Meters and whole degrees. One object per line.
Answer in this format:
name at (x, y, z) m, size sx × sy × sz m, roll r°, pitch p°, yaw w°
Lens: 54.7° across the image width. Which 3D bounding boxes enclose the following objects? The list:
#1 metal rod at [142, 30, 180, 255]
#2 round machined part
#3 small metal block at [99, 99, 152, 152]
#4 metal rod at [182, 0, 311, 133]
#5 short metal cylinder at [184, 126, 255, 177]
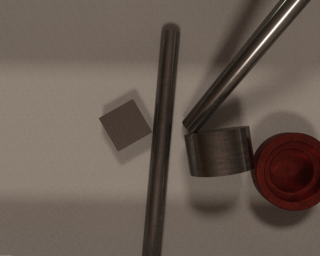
metal rod at (0.001, 0.022, 0.411) m, size 0.025 × 0.025 × 0.298 m, roll 5°, pitch 90°, yaw -1°
round machined part at (0.168, 0.054, 0.405) m, size 0.099 × 0.042 × 0.097 m, roll 0°, pitch 90°, yaw -1°
small metal block at (-0.045, -0.003, 0.411) m, size 0.050 × 0.025 × 0.050 m, roll -30°, pitch 90°, yaw -1°
metal rod at (0.120, -0.106, 0.343) m, size 0.025 × 0.025 × 0.298 m, roll 37°, pitch 119°, yaw -1°
short metal cylinder at (0.073, 0.028, 0.385) m, size 0.081 × 0.080 × 0.050 m, roll -8°, pitch 90°, yaw 0°
